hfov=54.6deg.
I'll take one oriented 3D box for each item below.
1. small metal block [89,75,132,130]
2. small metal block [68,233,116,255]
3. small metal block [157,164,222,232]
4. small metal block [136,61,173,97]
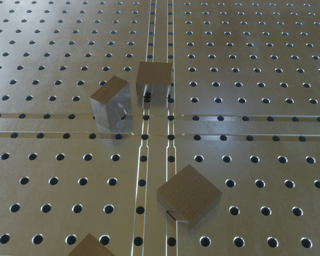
[{"bbox_3d":[-0.065,-0.034,0.420,0.025,0.050,0.050,26,55,20],"label":"small metal block"},{"bbox_3d":[-0.052,0.130,0.282,0.050,0.050,0.025,31,57,23],"label":"small metal block"},{"bbox_3d":[0.032,0.076,0.344,0.050,0.025,0.050,-35,58,-26],"label":"small metal block"},{"bbox_3d":[-0.008,-0.074,0.470,0.050,0.025,0.050,3,50,3],"label":"small metal block"}]
